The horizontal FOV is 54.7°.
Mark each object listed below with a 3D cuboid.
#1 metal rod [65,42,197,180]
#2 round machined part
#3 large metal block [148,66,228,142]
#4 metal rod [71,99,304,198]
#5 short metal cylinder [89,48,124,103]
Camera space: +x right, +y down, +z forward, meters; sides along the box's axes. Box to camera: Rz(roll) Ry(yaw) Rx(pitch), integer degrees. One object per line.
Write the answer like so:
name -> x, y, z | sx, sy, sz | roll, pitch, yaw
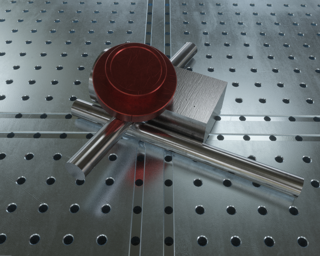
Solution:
metal rod -> -0.018, -0.044, 0.419 | 0.025, 0.025, 0.301 | 22, 46, 17
round machined part -> -0.029, -0.059, 0.361 | 0.099, 0.042, 0.098 | 3, 70, -7
large metal block -> 0.035, -0.030, 0.413 | 0.080, 0.050, 0.080 | 20, 53, 16
metal rod -> 0.022, 0.020, 0.390 | 0.301, 0.025, 0.025 | 19, 53, 15
short metal cylinder -> -0.053, -0.064, 0.424 | 0.050, 0.080, 0.080 | 20, 53, 15
